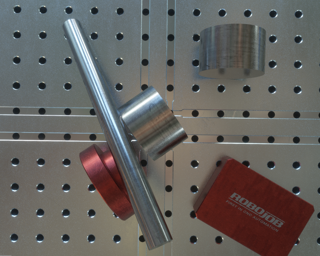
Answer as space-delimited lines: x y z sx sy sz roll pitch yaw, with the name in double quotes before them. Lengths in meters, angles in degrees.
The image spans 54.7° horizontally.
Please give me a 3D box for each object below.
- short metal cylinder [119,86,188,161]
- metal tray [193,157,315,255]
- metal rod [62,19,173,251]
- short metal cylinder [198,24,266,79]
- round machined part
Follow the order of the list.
"short metal cylinder" -0.009 -0.006 0.386 0.050 0.080 0.080 -35 90 0
"metal tray" 0.122 0.108 0.412 0.130 0.030 0.090 31 90 0
"metal rod" -0.058 -0.012 0.355 0.025 0.025 0.299 -26 67 0
"short metal cylinder" 0.089 -0.092 0.386 0.081 0.080 0.050 2 90 0
"round machined part" -0.052 0.059 0.377 0.042 0.098 0.098 -34 90 -6
